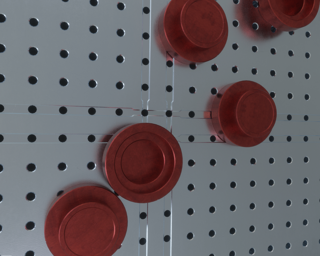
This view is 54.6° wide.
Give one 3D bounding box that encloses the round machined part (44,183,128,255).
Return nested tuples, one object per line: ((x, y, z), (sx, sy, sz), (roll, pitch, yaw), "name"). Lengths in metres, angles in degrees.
((-0.087, 0.118, 0.372), (0.099, 0.042, 0.097), (0, 90, -20), "round machined part")

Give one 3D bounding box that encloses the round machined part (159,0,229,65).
((0.051, -0.138, 0.422), (0.099, 0.042, 0.097), (0, 90, -20), "round machined part")

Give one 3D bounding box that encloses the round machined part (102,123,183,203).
((-0.024, 0.042, 0.394), (0.099, 0.042, 0.097), (0, 90, -20), "round machined part")

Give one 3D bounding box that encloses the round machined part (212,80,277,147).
((0.129, -0.021, 0.450), (0.099, 0.042, 0.097), (0, 90, -20), "round machined part")

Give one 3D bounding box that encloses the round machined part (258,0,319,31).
((0.190, -0.196, 0.473), (0.099, 0.042, 0.097), (0, 90, -20), "round machined part")
